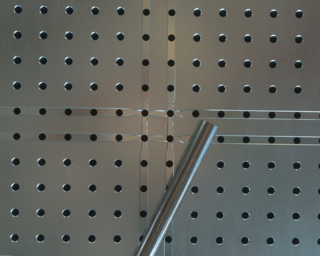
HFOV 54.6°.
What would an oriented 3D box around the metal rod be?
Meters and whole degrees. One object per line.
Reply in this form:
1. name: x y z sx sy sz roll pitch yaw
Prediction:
1. metal rod: 0.000 0.128 0.413 0.025 0.025 0.299 26 90 0
